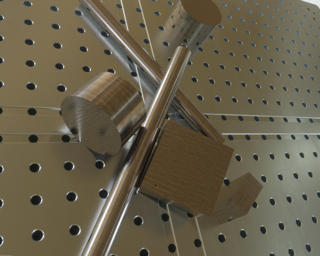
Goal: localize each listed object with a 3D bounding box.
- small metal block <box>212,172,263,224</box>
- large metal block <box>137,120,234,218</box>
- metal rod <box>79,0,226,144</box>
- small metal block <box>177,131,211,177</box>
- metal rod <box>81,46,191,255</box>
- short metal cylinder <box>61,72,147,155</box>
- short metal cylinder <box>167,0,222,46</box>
[{"bbox_3d":[0.095,0.088,0.389,0.025,0.050,0.050,46,51,3],"label":"small metal block"},{"bbox_3d":[0.027,0.048,0.356,0.080,0.050,0.080,25,71,-4],"label":"large metal block"},{"bbox_3d":[-0.014,-0.088,0.453,0.300,0.025,0.025,48,51,6],"label":"metal rod"},{"bbox_3d":[0.050,0.040,0.410,0.050,0.025,0.050,46,51,4],"label":"small metal block"},{"bbox_3d":[-0.015,0.008,0.374,0.025,0.025,0.300,29,58,-10],"label":"metal rod"},{"bbox_3d":[-0.063,-0.016,0.349,0.080,0.080,0.050,40,51,-1],"label":"short metal cylinder"},{"bbox_3d":[0.060,-0.191,0.540,0.081,0.050,0.080,14,56,-21],"label":"short metal cylinder"}]
